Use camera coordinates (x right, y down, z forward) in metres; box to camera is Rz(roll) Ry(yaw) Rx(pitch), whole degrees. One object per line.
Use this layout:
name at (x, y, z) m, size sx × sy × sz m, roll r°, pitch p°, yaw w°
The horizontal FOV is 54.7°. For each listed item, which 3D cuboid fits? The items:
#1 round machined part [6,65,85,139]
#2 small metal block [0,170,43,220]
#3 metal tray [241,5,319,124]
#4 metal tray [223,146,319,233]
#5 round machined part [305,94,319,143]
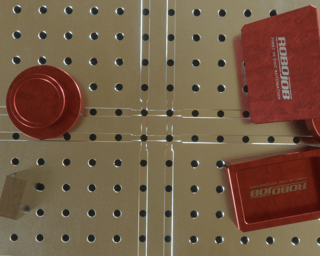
round machined part at (-0.152, -0.034, 0.404) m, size 0.099 × 0.042 × 0.097 m, roll 0°, pitch 90°, yaw 0°
small metal block at (-0.180, 0.084, 0.399) m, size 0.025 × 0.050 × 0.050 m, roll 15°, pitch 90°, yaw 0°
metal tray at (0.156, -0.074, 0.387) m, size 0.090 × 0.030 × 0.129 m, roll -6°, pitch 90°, yaw 38°
metal tray at (0.158, 0.079, 0.411) m, size 0.131 × 0.030 × 0.089 m, roll -10°, pitch 90°, yaw 0°
round machined part at (0.238, -0.020, 0.406) m, size 0.099 × 0.042 × 0.097 m, roll 0°, pitch 90°, yaw 0°
